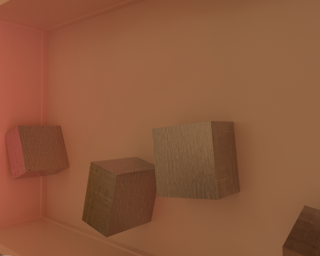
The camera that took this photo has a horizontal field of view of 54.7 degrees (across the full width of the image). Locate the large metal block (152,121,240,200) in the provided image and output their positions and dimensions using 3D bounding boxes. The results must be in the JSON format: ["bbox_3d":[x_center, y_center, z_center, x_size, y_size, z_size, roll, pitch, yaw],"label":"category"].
[{"bbox_3d":[0.040,0.036,0.357,0.080,0.050,0.080,-7,85,39],"label":"large metal block"}]

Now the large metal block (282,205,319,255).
[{"bbox_3d":[0.148,0.120,0.247,0.080,0.050,0.080,13,128,39],"label":"large metal block"}]

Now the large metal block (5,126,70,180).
[{"bbox_3d":[-0.217,0.042,0.551,0.050,0.081,0.080,-27,73,37],"label":"large metal block"}]

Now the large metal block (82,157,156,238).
[{"bbox_3d":[-0.050,0.087,0.412,0.050,0.081,0.079,17,101,39],"label":"large metal block"}]
